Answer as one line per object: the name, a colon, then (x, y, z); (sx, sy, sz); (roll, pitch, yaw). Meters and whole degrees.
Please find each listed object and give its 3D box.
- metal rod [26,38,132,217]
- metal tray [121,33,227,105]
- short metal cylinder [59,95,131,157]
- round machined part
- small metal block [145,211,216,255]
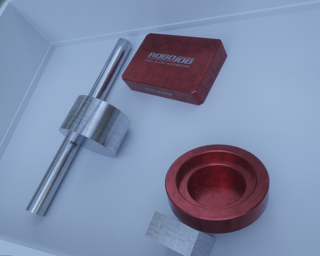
metal rod: (-0.115, -0.014, 0.472); (0.025, 0.025, 0.300); (11, 67, 32)
metal tray: (0.018, -0.089, 0.446); (0.130, 0.030, 0.090); (17, 70, 34)
short metal cylinder: (-0.086, -0.001, 0.414); (0.080, 0.080, 0.050); (12, 68, 33)
round machined part: (0.057, 0.064, 0.310); (0.099, 0.042, 0.098); (-8, 36, 6)
small metal block: (0.021, 0.109, 0.310); (0.050, 0.050, 0.025); (15, 72, 34)
